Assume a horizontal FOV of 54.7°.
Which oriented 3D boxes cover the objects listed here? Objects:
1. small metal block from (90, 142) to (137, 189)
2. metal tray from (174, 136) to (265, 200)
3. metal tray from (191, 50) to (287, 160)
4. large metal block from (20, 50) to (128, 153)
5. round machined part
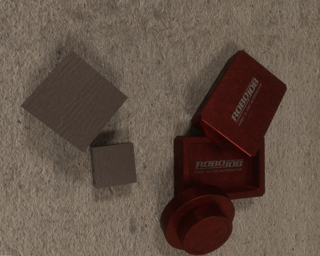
[{"bbox_3d":[-0.059,0.046,0.388,0.050,0.025,0.050,-6,92,-20],"label":"small metal block"},{"bbox_3d":[0.086,0.055,0.439,0.131,0.030,0.089,-1,90,-21],"label":"metal tray"},{"bbox_3d":[0.112,-0.033,0.428,0.090,0.030,0.130,37,66,-7],"label":"metal tray"},{"bbox_3d":[-0.098,-0.029,0.360,0.080,0.050,0.080,40,77,-16],"label":"large metal block"},{"bbox_3d":[0.053,0.124,0.399,0.099,0.042,0.097,-10,122,-15],"label":"round machined part"}]
